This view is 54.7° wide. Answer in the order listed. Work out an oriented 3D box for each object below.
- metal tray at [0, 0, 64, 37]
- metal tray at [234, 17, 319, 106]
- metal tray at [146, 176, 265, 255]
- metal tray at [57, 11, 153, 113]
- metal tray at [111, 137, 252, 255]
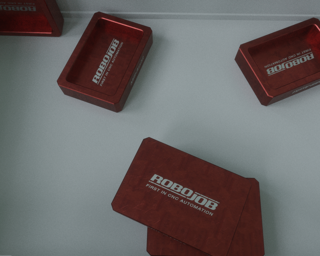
[{"bbox_3d":[-0.214,-0.169,0.435,0.131,0.090,0.030,2,70,0],"label":"metal tray"},{"bbox_3d":[0.186,-0.096,0.442,0.131,0.030,0.090,-22,72,-8],"label":"metal tray"},{"bbox_3d":[0.052,0.105,0.369,0.131,0.030,0.090,2,70,0],"label":"metal tray"},{"bbox_3d":[-0.074,-0.096,0.441,0.090,0.030,0.130,19,71,7],"label":"metal tray"},{"bbox_3d":[0.024,0.076,0.347,0.130,0.030,0.090,23,71,8],"label":"metal tray"}]
